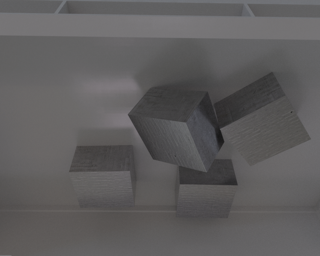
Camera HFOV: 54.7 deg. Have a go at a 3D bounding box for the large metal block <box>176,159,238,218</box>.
[{"bbox_3d":[0.066,0.093,0.472,0.081,0.050,0.079,1,130,-2],"label":"large metal block"}]

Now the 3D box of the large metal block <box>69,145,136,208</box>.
[{"bbox_3d":[-0.079,0.072,0.453,0.080,0.050,0.079,-1,130,1],"label":"large metal block"}]

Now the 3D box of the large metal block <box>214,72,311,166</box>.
[{"bbox_3d":[0.126,-0.009,0.386,0.080,0.050,0.080,-30,125,22],"label":"large metal block"}]

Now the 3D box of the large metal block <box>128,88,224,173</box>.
[{"bbox_3d":[0.021,0.001,0.370,0.080,0.050,0.080,9,140,37],"label":"large metal block"}]
